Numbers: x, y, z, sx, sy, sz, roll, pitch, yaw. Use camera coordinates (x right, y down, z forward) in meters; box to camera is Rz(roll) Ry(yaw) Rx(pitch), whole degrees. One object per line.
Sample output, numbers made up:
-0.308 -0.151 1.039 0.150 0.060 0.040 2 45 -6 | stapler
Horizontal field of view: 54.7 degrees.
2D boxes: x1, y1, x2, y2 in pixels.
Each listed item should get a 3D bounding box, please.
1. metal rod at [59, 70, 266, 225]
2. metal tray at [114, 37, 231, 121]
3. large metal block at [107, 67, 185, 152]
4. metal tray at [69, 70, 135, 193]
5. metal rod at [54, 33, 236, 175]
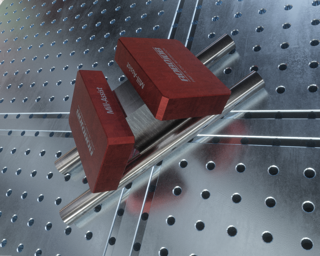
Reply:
0.000 0.027 0.391 0.300 0.025 0.025 -36 51 4 | metal rod
0.011 -0.064 0.370 0.091 0.030 0.130 -7 44 -30 | metal tray
-0.016 -0.021 0.392 0.080 0.080 0.050 -36 51 4 | large metal block
-0.077 0.001 0.377 0.130 0.030 0.089 60 140 38 | metal tray
-0.023 -0.032 0.438 0.300 0.025 0.025 -37 51 3 | metal rod
